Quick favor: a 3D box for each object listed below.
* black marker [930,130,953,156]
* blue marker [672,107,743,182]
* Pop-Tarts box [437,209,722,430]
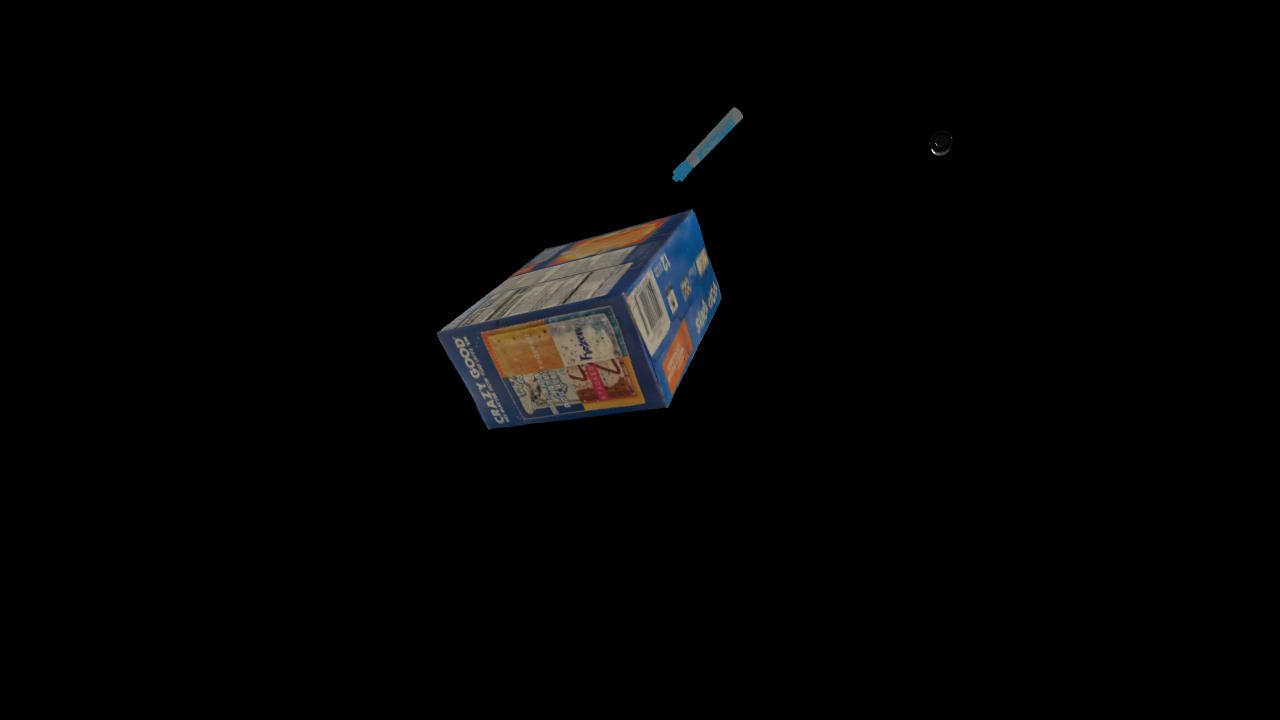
[{"bbox_3d":[0.292,-0.209,0.595,0.020,0.020,0.121,0,15,26],"label":"black marker"},{"bbox_3d":[0.088,-0.284,0.818,0.020,0.121,0.020,44,6,-6],"label":"blue marker"},{"bbox_3d":[-0.032,-0.033,0.450,0.141,0.083,0.167,-9,25,24],"label":"Pop-Tarts box"}]
